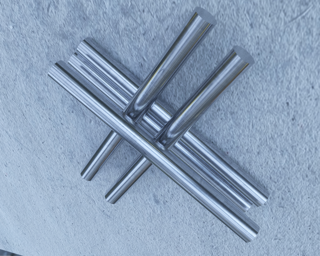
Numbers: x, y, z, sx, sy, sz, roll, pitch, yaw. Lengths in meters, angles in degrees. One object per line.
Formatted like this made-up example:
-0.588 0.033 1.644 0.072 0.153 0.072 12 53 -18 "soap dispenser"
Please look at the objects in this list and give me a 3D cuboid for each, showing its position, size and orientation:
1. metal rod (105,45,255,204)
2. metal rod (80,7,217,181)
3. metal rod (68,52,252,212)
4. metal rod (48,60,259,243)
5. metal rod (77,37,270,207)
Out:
0.003 0.019 0.385 0.025 0.025 0.298 41 129 0 "metal rod"
-0.034 -0.017 0.381 0.025 0.025 0.298 41 129 0 "metal rod"
0.002 0.005 0.409 0.300 0.025 0.025 41 129 -1 "metal rod"
-0.007 0.027 0.363 0.300 0.025 0.025 40 129 0 "metal rod"
0.017 -0.007 0.393 0.300 0.025 0.025 41 129 -1 "metal rod"
